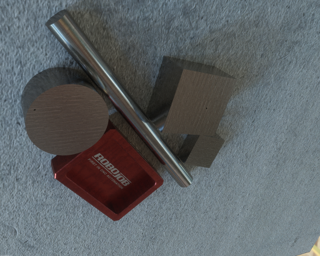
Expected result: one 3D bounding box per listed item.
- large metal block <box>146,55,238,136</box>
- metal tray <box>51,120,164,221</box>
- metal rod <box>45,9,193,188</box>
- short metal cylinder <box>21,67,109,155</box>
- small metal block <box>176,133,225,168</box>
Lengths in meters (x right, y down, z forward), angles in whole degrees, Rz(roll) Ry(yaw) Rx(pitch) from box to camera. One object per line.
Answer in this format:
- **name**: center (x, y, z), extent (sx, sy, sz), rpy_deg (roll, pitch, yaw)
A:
- **large metal block**: center (0.038, -0.039, 0.390), extent (0.081, 0.050, 0.079), rpy_deg (4, 116, -31)
- **metal tray**: center (-0.064, 0.059, 0.408), extent (0.090, 0.030, 0.130), rpy_deg (-39, 130, -2)
- **metal rod**: center (-0.029, -0.011, 0.386), extent (0.025, 0.025, 0.300), rpy_deg (-39, 130, -3)
- **short metal cylinder**: center (-0.101, -0.018, 0.327), extent (0.081, 0.050, 0.079), rpy_deg (-14, 125, -21)
- **small metal block**: center (0.061, 0.029, 0.462), extent (0.050, 0.025, 0.050), rpy_deg (14, 111, -34)
